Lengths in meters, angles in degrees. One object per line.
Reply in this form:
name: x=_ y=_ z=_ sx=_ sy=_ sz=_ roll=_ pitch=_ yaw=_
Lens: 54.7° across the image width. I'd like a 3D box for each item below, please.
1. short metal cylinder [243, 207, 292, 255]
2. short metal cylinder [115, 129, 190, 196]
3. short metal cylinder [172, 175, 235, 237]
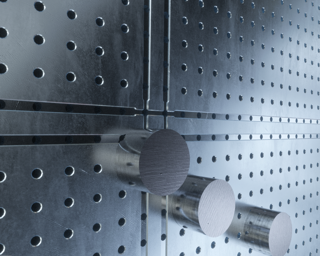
short metal cylinder: x=0.196 y=0.188 z=0.561 sx=0.081 sy=0.050 sz=0.079 roll=0 pitch=90 yaw=-40
short metal cylinder: x=-0.009 y=0.041 z=0.388 sx=0.081 sy=0.050 sz=0.079 roll=0 pitch=90 yaw=-40
short metal cylinder: x=0.064 y=0.111 z=0.449 sx=0.081 sy=0.050 sz=0.079 roll=0 pitch=90 yaw=-41
